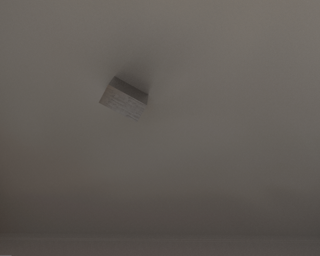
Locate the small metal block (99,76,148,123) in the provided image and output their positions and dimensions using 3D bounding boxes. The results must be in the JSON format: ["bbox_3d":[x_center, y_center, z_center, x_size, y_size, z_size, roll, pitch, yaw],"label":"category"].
[{"bbox_3d":[-0.043,-0.037,0.384,0.050,0.050,0.025,28,108,-10],"label":"small metal block"}]
